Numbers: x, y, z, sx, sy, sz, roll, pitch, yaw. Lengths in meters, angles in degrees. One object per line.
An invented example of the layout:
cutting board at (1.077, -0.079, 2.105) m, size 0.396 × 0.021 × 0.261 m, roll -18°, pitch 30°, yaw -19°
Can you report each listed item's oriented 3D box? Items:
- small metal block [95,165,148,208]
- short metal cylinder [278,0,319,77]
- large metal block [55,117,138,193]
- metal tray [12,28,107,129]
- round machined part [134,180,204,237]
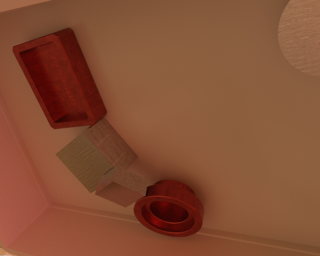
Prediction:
small metal block at (-0.053, 0.082, 0.427) m, size 0.050 × 0.025 × 0.050 m, roll 30°, pitch 135°, yaw -23°
short metal cylinder at (0.145, -0.089, 0.261) m, size 0.080 × 0.050 × 0.079 m, roll 13°, pitch 124°, yaw 20°
large metal block at (-0.095, 0.041, 0.466) m, size 0.080 × 0.050 × 0.080 m, roll -33°, pitch 100°, yaw 38°
metal tray at (-0.140, -0.064, 0.436) m, size 0.090 × 0.030 × 0.129 m, roll -6°, pitch 116°, yaw 30°
round machined part at (0.015, 0.112, 0.448) m, size 0.098 × 0.042 × 0.097 m, roll 8°, pitch 132°, yaw 10°
